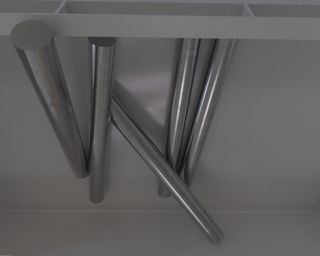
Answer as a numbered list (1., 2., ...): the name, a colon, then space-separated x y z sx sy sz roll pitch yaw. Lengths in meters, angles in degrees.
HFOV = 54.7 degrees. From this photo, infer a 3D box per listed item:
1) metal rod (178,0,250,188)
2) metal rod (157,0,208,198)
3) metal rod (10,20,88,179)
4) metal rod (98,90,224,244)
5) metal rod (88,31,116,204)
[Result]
1. metal rod: 0.055 -0.011 0.399 0.025 0.025 0.298 6 130 -5
2. metal rod: 0.021 -0.011 0.399 0.025 0.025 0.298 4 130 -3
3. metal rod: -0.099 0.003 0.330 0.025 0.025 0.299 6 155 -5
4. metal rod: 0.007 0.062 0.428 0.025 0.025 0.300 -27 115 21
5. metal rod: -0.078 0.015 0.392 0.025 0.025 0.298 7 139 -6
